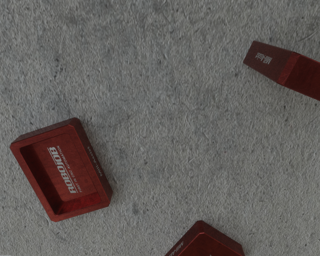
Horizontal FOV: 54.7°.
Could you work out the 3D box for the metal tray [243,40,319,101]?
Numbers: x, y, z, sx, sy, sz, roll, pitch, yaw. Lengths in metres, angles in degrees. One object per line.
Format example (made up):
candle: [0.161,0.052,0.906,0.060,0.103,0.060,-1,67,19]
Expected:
metal tray: [0.151,-0.058,0.333,0.090,0.130,0.030,20,109,-7]

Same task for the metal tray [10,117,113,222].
metal tray: [-0.132,0.060,0.427,0.090,0.030,0.129,-18,109,6]

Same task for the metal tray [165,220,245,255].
metal tray: [0.058,0.217,0.488,0.090,0.030,0.129,35,106,-12]
